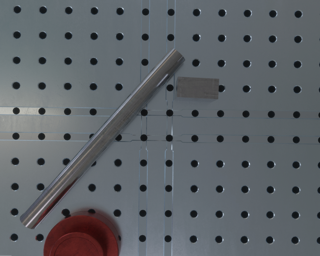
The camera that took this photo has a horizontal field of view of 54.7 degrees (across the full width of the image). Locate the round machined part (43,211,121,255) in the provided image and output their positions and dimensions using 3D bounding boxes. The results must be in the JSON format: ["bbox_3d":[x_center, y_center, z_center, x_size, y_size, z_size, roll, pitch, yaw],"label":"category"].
[{"bbox_3d":[-0.103,0.163,0.404,0.099,0.042,0.097,0,90,0],"label":"round machined part"}]

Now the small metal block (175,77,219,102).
[{"bbox_3d":[0.046,-0.049,0.401,0.050,0.050,0.025,3,90,0],"label":"small metal block"}]

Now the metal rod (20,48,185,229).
[{"bbox_3d":[-0.075,0.013,0.412,0.025,0.025,0.300,42,90,0],"label":"metal rod"}]
